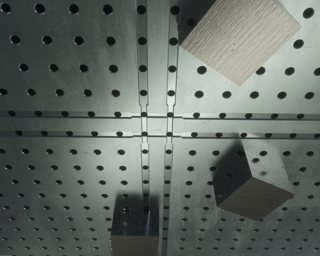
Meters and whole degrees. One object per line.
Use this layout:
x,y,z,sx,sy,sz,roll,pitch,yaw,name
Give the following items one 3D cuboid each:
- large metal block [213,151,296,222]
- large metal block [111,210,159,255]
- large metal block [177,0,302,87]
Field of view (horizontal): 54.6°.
0.140,0.091,0.473,0.080,0.050,0.080,24,126,-19,large metal block
-0.044,0.193,0.559,0.080,0.050,0.080,2,130,-2,large metal block
0.075,-0.102,0.309,0.080,0.050,0.080,28,125,-22,large metal block
